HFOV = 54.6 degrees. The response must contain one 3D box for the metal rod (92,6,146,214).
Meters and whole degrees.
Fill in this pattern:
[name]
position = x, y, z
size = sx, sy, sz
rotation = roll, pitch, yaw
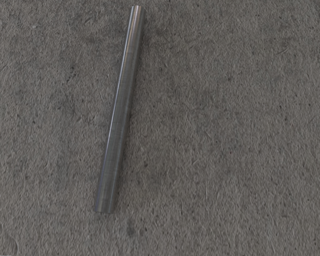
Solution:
[metal rod]
position = -0.051, -0.038, 0.421
size = 0.025, 0.025, 0.299
rotation = 6, 70, 2
